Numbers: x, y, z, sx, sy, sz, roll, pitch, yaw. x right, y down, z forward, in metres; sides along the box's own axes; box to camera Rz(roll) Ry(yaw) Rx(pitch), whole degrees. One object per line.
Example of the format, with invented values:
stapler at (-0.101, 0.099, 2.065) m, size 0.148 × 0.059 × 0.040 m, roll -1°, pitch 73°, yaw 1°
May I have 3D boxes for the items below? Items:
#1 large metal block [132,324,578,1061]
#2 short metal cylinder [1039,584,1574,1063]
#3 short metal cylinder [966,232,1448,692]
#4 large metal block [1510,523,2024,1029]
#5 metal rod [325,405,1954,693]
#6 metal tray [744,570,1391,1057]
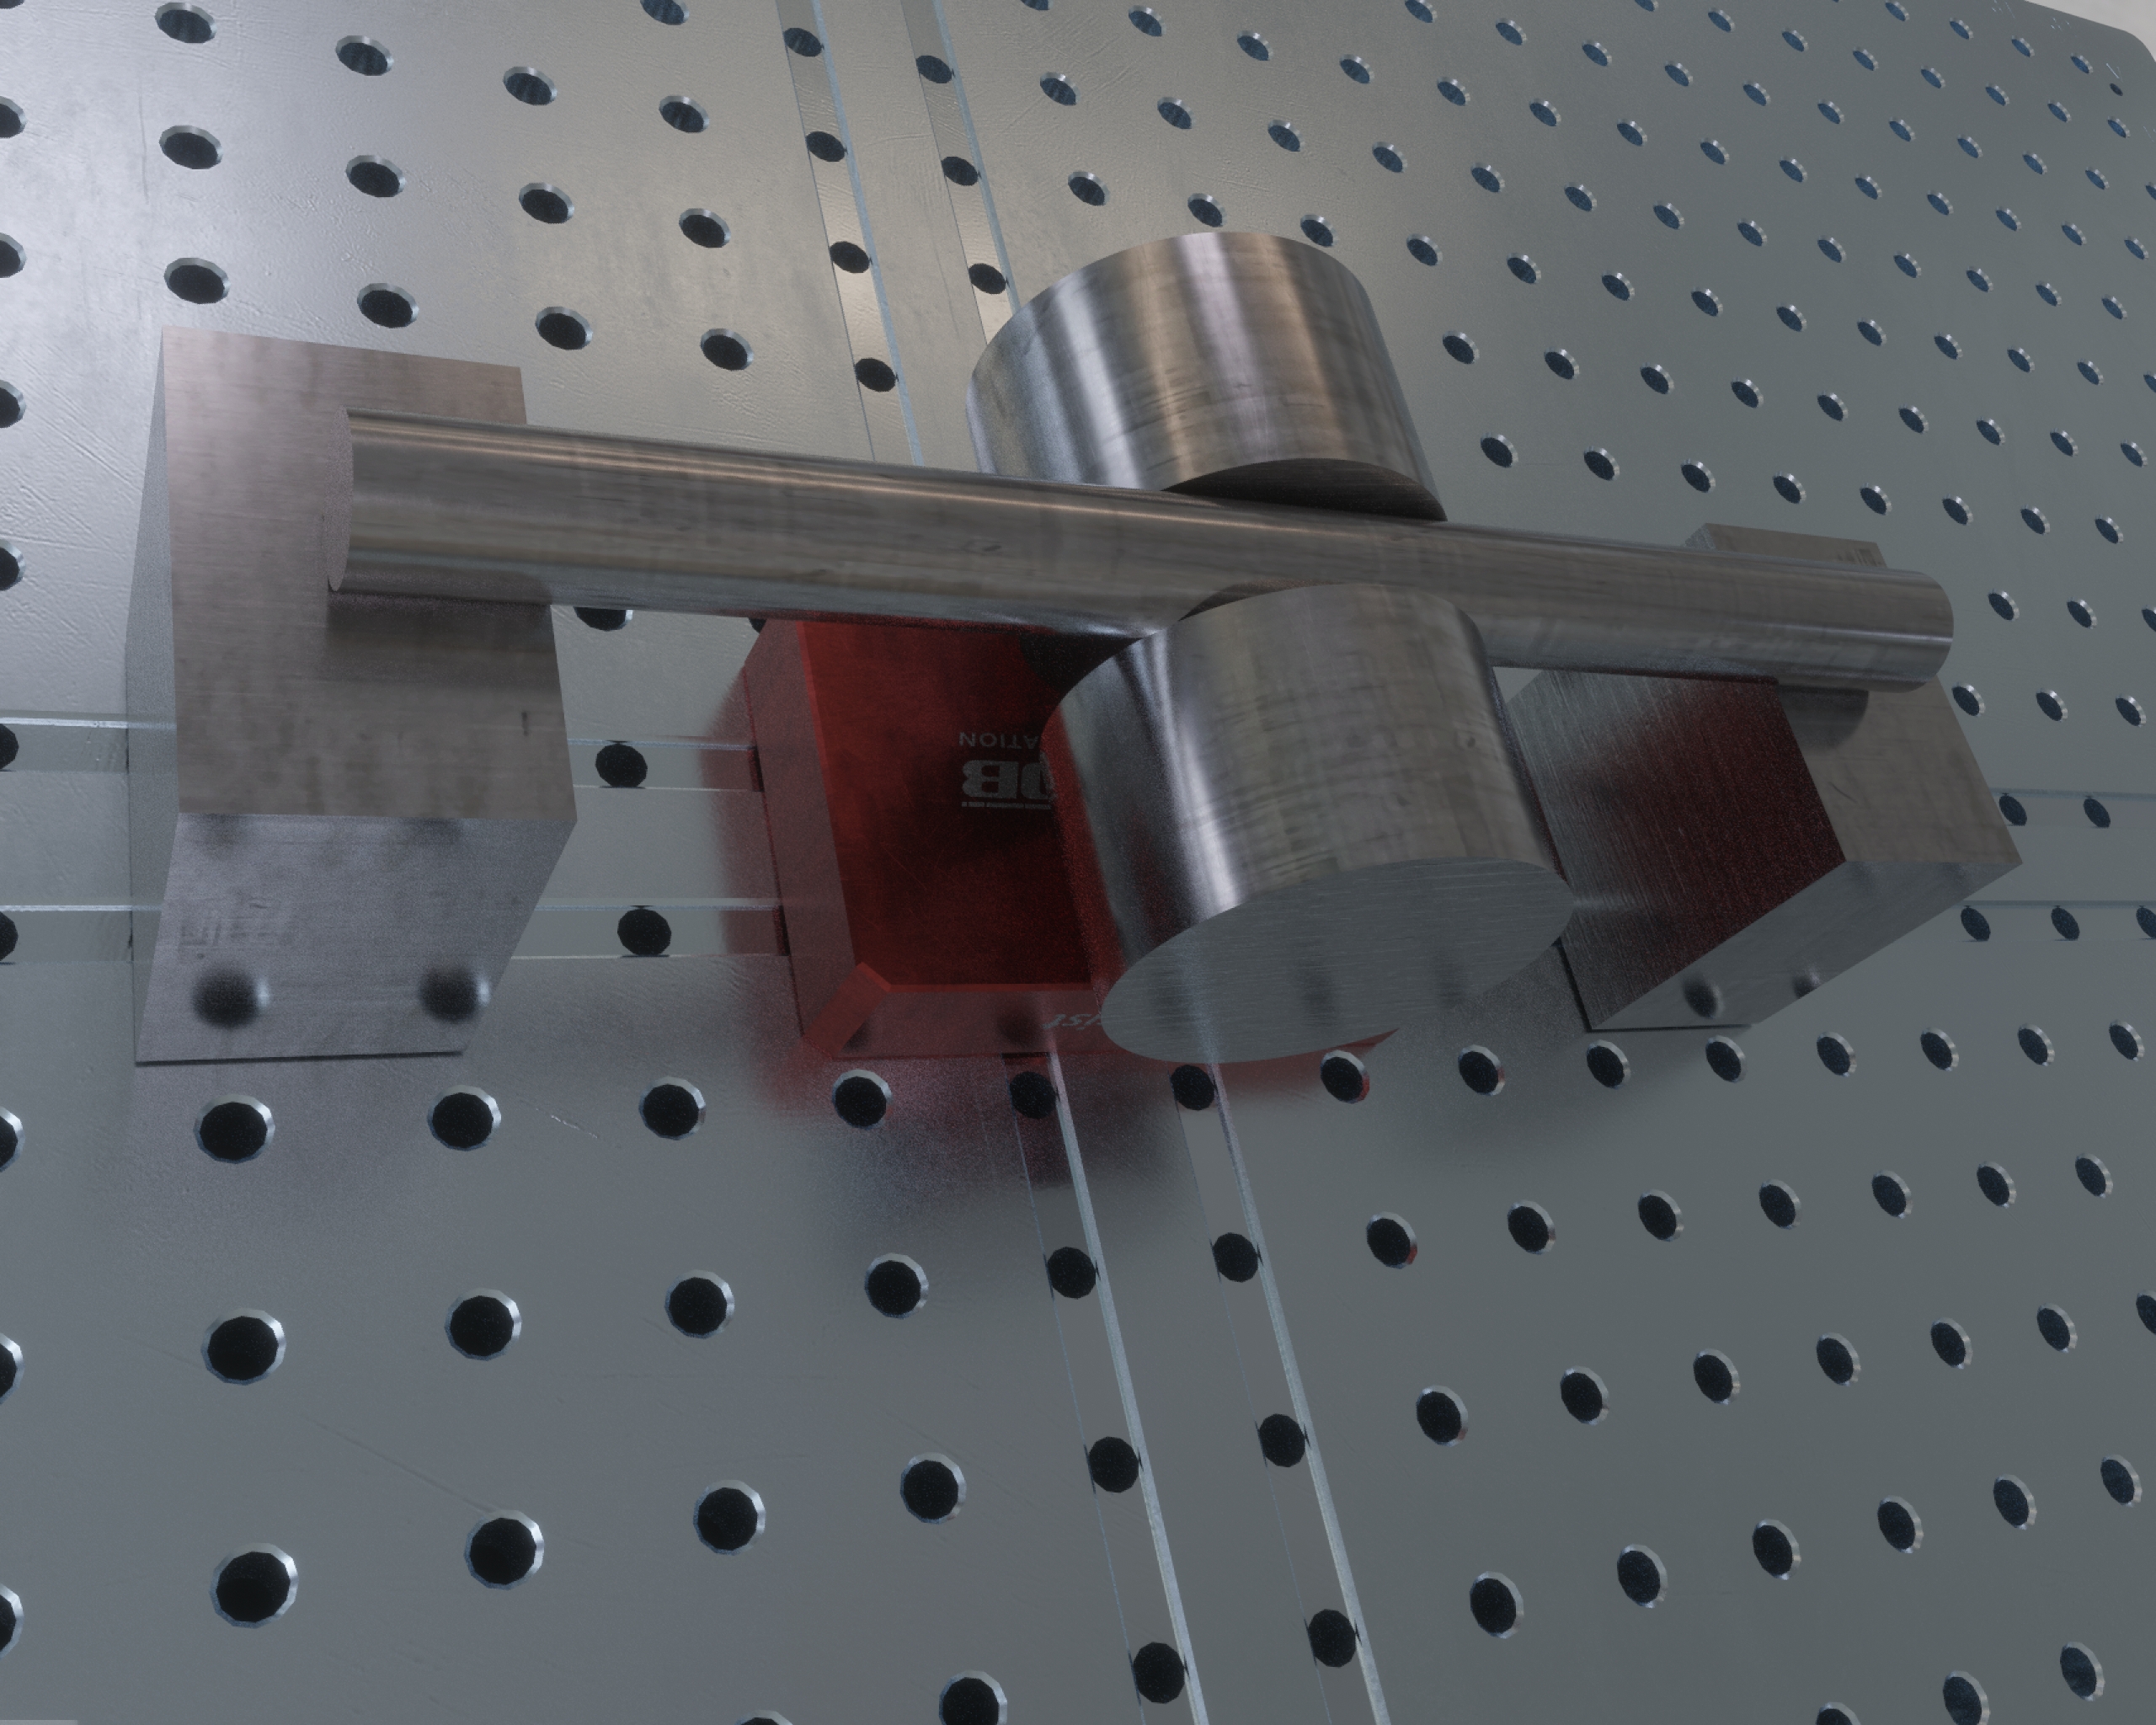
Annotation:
large metal block at (-0.116, -0.023, 0.322) m, size 0.050 × 0.080 × 0.080 m, roll 1°, pitch 62°, yaw -28°
short metal cylinder at (0.038, -0.004, 0.357) m, size 0.081 × 0.080 × 0.050 m, roll 1°, pitch 62°, yaw -28°
short metal cylinder at (0.023, -0.071, 0.390) m, size 0.081 × 0.080 × 0.050 m, roll 1°, pitch 62°, yaw -28°
large metal block at (0.144, -0.017, 0.459) m, size 0.050 × 0.080 × 0.080 m, roll 1°, pitch 62°, yaw -28°
metal rod at (0.034, -0.048, 0.352) m, size 0.303 × 0.025 × 0.025 m, roll 0°, pitch 62°, yaw -28°
metal tray at (0.006, -0.010, 0.414) m, size 0.131 × 0.030 × 0.090 m, roll 1°, pitch 61°, yaw -28°
